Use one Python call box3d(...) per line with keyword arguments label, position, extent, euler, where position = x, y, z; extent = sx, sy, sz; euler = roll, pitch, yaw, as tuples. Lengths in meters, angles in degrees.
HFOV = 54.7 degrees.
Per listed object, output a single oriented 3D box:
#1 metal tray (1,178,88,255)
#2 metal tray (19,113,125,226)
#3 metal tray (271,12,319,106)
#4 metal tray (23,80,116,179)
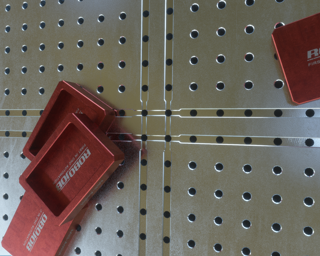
box3d(label="metal tray", position=(-0.176, 0.147, 0.470), extent=(0.090, 0.030, 0.129), euler=(31, 100, 17))
box3d(label="metal tray", position=(-0.121, 0.055, 0.418), extent=(0.090, 0.030, 0.130), euler=(44, 103, 14))
box3d(label="metal tray", position=(0.201, -0.086, 0.340), extent=(0.130, 0.030, 0.090), euler=(-17, 85, 18))
box3d(label="metal tray", position=(-0.135, 0.008, 0.455), extent=(0.090, 0.030, 0.129), euler=(35, 101, 16))
